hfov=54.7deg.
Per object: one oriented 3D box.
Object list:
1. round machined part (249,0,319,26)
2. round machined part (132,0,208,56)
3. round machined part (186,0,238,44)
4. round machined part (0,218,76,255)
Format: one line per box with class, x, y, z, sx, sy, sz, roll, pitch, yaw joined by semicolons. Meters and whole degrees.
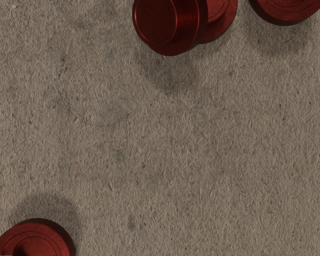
round machined part;0.162;-0.181;0.404;0.099;0.042;0.097;0;90;-1
round machined part;0.005;-0.135;0.373;0.042;0.098;0.098;-31;91;-43
round machined part;0.052;-0.163;0.402;0.099;0.042;0.097;0;90;-1
round machined part;-0.158;0.165;0.400;0.099;0.042;0.097;0;90;-1
